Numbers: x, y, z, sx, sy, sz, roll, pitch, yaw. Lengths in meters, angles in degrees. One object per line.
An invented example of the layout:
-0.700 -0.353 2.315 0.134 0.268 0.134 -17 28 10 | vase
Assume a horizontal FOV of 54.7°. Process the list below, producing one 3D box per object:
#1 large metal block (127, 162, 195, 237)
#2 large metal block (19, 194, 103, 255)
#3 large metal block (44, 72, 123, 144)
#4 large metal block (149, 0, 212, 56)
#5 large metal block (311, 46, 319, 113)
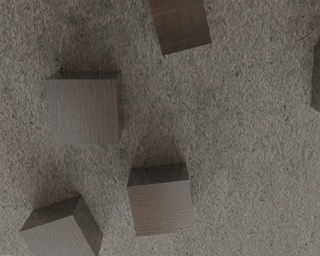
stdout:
0.002 0.099 0.433 0.080 0.050 0.079 -7 110 2 | large metal block
-0.140 0.155 0.452 0.080 0.050 0.080 -19 109 7 | large metal block
-0.090 -0.026 0.386 0.081 0.050 0.079 0 110 0 | large metal block
0.017 -0.128 0.333 0.050 0.080 0.080 -14 110 5 | large metal block
0.237 -0.061 0.376 0.080 0.050 0.079 -6 110 2 | large metal block
